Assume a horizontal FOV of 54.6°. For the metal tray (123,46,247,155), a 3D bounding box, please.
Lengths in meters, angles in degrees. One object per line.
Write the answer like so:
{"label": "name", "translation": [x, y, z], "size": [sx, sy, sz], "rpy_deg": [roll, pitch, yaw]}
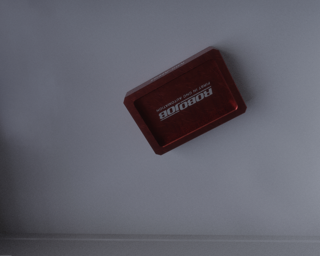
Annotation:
{"label": "metal tray", "translation": [0.032, -0.033, 0.396], "size": [0.130, 0.030, 0.090], "rpy_deg": [-28, 108, 9]}
